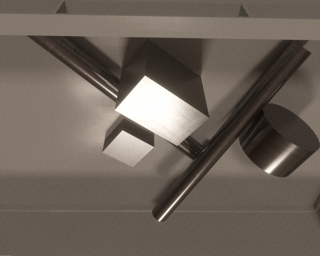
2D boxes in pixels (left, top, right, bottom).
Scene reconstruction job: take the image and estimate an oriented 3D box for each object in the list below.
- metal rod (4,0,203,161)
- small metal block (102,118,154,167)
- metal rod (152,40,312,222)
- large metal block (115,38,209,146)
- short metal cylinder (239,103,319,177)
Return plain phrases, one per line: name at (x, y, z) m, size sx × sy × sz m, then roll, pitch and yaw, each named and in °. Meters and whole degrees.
metal rod at (-0.041, -0.037, 0.377) m, size 0.025 × 0.025 × 0.301 m, roll -37°, pitch 122°, yaw 27°
small metal block at (-0.043, 0.021, 0.427) m, size 0.050 × 0.025 × 0.050 m, roll 30°, pitch 124°, yaw -24°
metal rod at (0.077, 0.021, 0.401) m, size 0.025 × 0.025 × 0.298 m, roll 25°, pitch 118°, yaw -20°
large metal block at (0.003, -0.040, 0.339) m, size 0.080 × 0.080 × 0.050 m, roll 31°, pitch 124°, yaw -24°
short metal cylinder at (0.148, 0.014, 0.388) m, size 0.080 × 0.080 × 0.050 m, roll 20°, pitch 127°, yaw -16°
